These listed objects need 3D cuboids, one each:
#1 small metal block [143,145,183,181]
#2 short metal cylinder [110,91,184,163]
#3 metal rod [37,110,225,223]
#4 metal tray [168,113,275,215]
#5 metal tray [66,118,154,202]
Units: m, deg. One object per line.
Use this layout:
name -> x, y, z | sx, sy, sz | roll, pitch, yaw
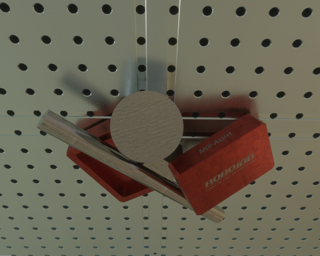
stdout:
small metal block -> 0.005, 0.036, 0.421 | 0.050, 0.050, 0.025 | 33, 123, -25
short metal cylinder -> -0.017, 0.001, 0.363 | 0.081, 0.080, 0.050 | 6, 172, -6
metal rod -> -0.021, 0.063, 0.421 | 0.301, 0.025, 0.025 | 33, 123, -26
metal tray -> 0.085, 0.050, 0.413 | 0.131, 0.030, 0.090 | -31, 128, -6
metal tray -> -0.055, 0.049, 0.444 | 0.090, 0.030, 0.130 | -25, 126, 20
